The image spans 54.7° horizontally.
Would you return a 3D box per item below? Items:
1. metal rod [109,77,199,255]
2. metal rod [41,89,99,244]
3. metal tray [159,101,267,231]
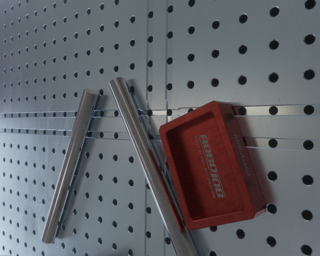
[{"bbox_3d":[-0.008,0.062,0.415,0.025,0.025,0.299,-36,68,34],"label":"metal rod"},{"bbox_3d":[-0.161,0.075,0.542,0.025,0.025,0.298,32,110,35],"label":"metal rod"},{"bbox_3d":[0.056,0.044,0.359,0.090,0.030,0.129,-26,74,37],"label":"metal tray"}]
